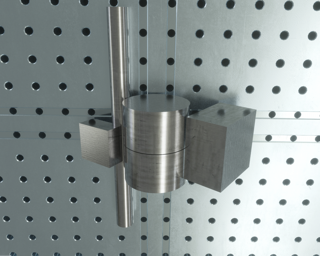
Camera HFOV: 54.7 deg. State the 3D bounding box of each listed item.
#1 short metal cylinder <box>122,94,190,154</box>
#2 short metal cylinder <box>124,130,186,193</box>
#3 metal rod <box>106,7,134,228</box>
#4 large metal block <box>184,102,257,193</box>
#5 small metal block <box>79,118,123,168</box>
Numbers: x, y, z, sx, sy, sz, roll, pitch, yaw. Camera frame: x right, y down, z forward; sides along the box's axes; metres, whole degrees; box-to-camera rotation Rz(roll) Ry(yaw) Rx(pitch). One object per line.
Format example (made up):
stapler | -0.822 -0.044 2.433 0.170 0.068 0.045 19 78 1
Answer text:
short metal cylinder | -0.005 -0.007 0.377 0.081 0.080 0.050 1 110 -1
short metal cylinder | -0.005 0.040 0.394 0.081 0.080 0.050 1 110 -1
metal rod | -0.050 0.000 0.408 0.025 0.025 0.298 0 110 0
large metal block | 0.074 0.020 0.380 0.050 0.081 0.079 16 115 35
small metal block | -0.077 0.019 0.403 0.050 0.025 0.050 13 113 32
